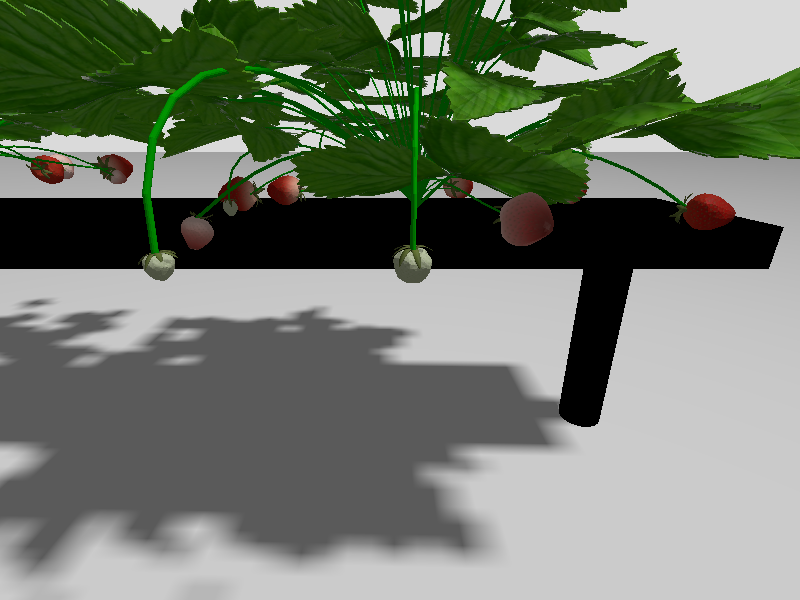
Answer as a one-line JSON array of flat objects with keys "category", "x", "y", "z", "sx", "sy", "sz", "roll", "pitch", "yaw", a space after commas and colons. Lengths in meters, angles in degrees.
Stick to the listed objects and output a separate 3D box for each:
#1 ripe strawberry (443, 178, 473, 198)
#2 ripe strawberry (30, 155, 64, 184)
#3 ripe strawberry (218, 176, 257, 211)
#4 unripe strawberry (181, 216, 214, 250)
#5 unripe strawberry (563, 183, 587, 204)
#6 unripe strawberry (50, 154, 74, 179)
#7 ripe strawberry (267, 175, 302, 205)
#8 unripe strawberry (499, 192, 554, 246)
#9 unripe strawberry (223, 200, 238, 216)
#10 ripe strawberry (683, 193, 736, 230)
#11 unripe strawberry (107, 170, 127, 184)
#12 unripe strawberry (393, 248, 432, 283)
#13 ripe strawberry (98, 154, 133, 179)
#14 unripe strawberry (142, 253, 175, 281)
[{"category": "ripe strawberry", "x": 0.058, "y": -0.111, "z": 0.386, "sx": 0.029, "sy": 0.025, "sz": 0.029, "roll": 18, "pitch": 27, "yaw": 37}, {"category": "ripe strawberry", "x": -0.476, "y": -0.177, "z": 0.544, "sx": 0.035, "sy": 0.037, "sz": 0.037, "roll": -4, "pitch": 18, "yaw": -10}, {"category": "ripe strawberry", "x": -0.132, "y": -0.086, "z": 0.324, "sx": 0.029, "sy": 0.028, "sz": 0.026, "roll": -4, "pitch": 22, "yaw": -6}, {"category": "unripe strawberry", "x": -0.108, "y": -0.035, "z": 0.212, "sx": 0.017, "sy": 0.017, "sz": 0.015, "roll": 18, "pitch": 6, "yaw": 38}, {"category": "unripe strawberry", "x": 0.153, "y": -0.097, "z": 0.352, "sx": 0.024, "sy": 0.025, "sz": 0.022, "roll": -2, "pitch": 22, "yaw": -5}, {"category": "unripe strawberry", "x": -0.514, "y": -0.202, "z": 0.607, "sx": 0.034, "sy": 0.036, "sz": 0.037, "roll": -6, "pitch": 22, "yaw": -14}, {"category": "ripe strawberry", "x": -0.100, "y": -0.095, "z": 0.348, "sx": 0.028, "sy": 0.024, "sz": 0.028, "roll": 1, "pitch": 22, "yaw": 4}, {"category": "unripe strawberry", "x": 0.069, "y": -0.042, "z": 0.214, "sx": 0.027, "sy": 0.029, "sz": 0.030, "roll": -8, "pitch": 24, "yaw": -20}, {"category": "unripe strawberry", "x": -0.119, "y": -0.064, "z": 0.281, "sx": 0.010, "sy": 0.011, "sz": 0.011, "roll": -10, "pitch": 24, "yaw": -24}, {"category": "ripe strawberry", "x": 0.191, "y": -0.054, "z": 0.248, "sx": 0.026, "sy": 0.022, "sz": 0.026, "roll": 17, "pitch": 27, "yaw": 25}, {"category": "unripe strawberry", "x": -0.358, "y": -0.155, "z": 0.509, "sx": 0.020, "sy": 0.018, "sz": 0.018, "roll": 9, "pitch": -2, "yaw": 21}, {"category": "unripe strawberry", "x": 0.005, "y": -0.012, "z": 0.147, "sx": 0.014, "sy": 0.013, "sz": 0.013, "roll": 1, "pitch": 22, "yaw": 3}, {"category": "ripe strawberry", "x": -0.389, "y": -0.182, "z": 0.552, "sx": 0.039, "sy": 0.035, "sz": 0.036, "roll": 4, "pitch": 22, "yaw": 10}, {"category": "unripe strawberry", "x": -0.083, "y": -0.011, "z": 0.138, "sx": 0.009, "sy": 0.010, "sz": 0.010, "roll": 9, "pitch": 24, "yaw": 22}]
